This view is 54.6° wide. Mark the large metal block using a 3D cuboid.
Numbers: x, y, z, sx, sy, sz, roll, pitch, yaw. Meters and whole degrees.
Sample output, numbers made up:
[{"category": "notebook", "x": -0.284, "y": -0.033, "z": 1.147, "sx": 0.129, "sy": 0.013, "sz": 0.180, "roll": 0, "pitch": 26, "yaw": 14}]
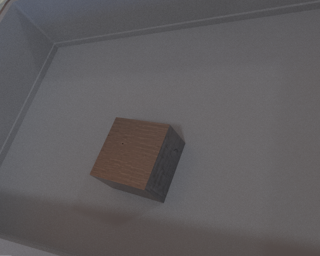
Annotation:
[{"category": "large metal block", "x": -0.026, "y": 0.037, "z": 0.381, "sx": 0.080, "sy": 0.050, "sz": 0.080, "roll": 8, "pitch": 66, "yaw": 32}]
